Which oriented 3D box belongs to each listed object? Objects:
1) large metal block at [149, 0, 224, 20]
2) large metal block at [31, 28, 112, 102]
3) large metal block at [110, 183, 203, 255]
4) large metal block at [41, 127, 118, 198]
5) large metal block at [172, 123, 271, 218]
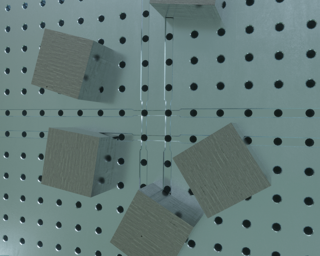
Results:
[{"bbox_3d":[0.039,-0.185,0.385,0.080,0.050,0.079,10,93,19],"label":"large metal block"},{"bbox_3d":[-0.125,-0.088,0.442,0.080,0.050,0.080,18,96,18],"label":"large metal block"},{"bbox_3d":[-0.004,0.130,0.400,0.080,0.050,0.080,31,100,17],"label":"large metal block"},{"bbox_3d":[-0.113,0.045,0.438,0.080,0.050,0.079,10,93,19],"label":"large metal block"},{"bbox_3d":[0.075,0.048,0.372,0.080,0.050,0.080,-33,80,16],"label":"large metal block"}]
